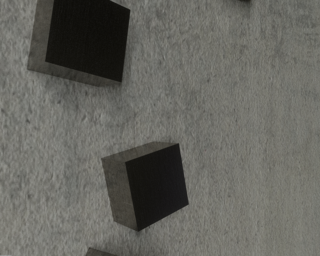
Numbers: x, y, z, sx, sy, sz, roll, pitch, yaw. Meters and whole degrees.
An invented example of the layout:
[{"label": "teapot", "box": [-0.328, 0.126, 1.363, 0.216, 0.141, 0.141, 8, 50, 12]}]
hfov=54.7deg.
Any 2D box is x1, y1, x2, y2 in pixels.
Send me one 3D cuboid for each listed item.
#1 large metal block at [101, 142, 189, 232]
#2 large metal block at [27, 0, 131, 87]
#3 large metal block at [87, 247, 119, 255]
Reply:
[{"label": "large metal block", "box": [-0.017, 0.066, 0.377, 0.081, 0.050, 0.079, -16, 101, -39]}, {"label": "large metal block", "box": [-0.082, -0.093, 0.320, 0.081, 0.050, 0.080, 10, 84, -40]}, {"label": "large metal block", "box": [-0.037, 0.177, 0.340, 0.080, 0.080, 0.050, 34, 69, -35]}]
